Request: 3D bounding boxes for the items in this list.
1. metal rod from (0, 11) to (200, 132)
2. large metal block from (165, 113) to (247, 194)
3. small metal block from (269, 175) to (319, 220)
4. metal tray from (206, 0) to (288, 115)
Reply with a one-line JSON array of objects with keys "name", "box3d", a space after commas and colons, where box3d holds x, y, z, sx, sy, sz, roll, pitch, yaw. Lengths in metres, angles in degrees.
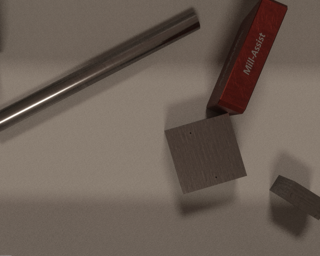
[{"name": "metal rod", "box3d": [-0.086, -0.074, 0.410, 0.301, 0.025, 0.025, -27, 90, -1]}, {"name": "large metal block", "box3d": [0.056, 0.031, 0.400, 0.080, 0.050, 0.080, -16, 90, 0]}, {"name": "small metal block", "box3d": [0.179, 0.088, 0.401, 0.050, 0.050, 0.025, 32, 90, -1]}, {"name": "metal tray", "box3d": [0.102, -0.081, 0.380, 0.030, 0.090, 0.129, 23, 90, 0]}]
